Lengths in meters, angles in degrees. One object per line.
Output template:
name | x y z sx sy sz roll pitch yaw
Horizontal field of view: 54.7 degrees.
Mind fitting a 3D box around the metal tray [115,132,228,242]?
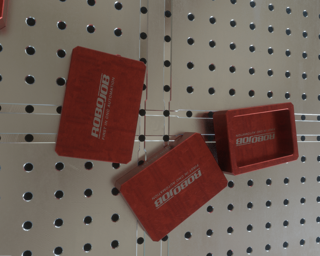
metal tray | 0.018 0.076 0.418 0.131 0.030 0.090 -34 101 -17

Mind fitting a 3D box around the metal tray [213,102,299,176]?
metal tray | 0.144 0.013 0.457 0.131 0.030 0.089 -8 93 -26

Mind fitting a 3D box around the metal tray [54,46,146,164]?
metal tray | -0.073 -0.026 0.384 0.091 0.030 0.129 10 87 -20

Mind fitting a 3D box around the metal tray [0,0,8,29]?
metal tray | -0.210 -0.182 0.331 0.091 0.030 0.129 6 88 -20
